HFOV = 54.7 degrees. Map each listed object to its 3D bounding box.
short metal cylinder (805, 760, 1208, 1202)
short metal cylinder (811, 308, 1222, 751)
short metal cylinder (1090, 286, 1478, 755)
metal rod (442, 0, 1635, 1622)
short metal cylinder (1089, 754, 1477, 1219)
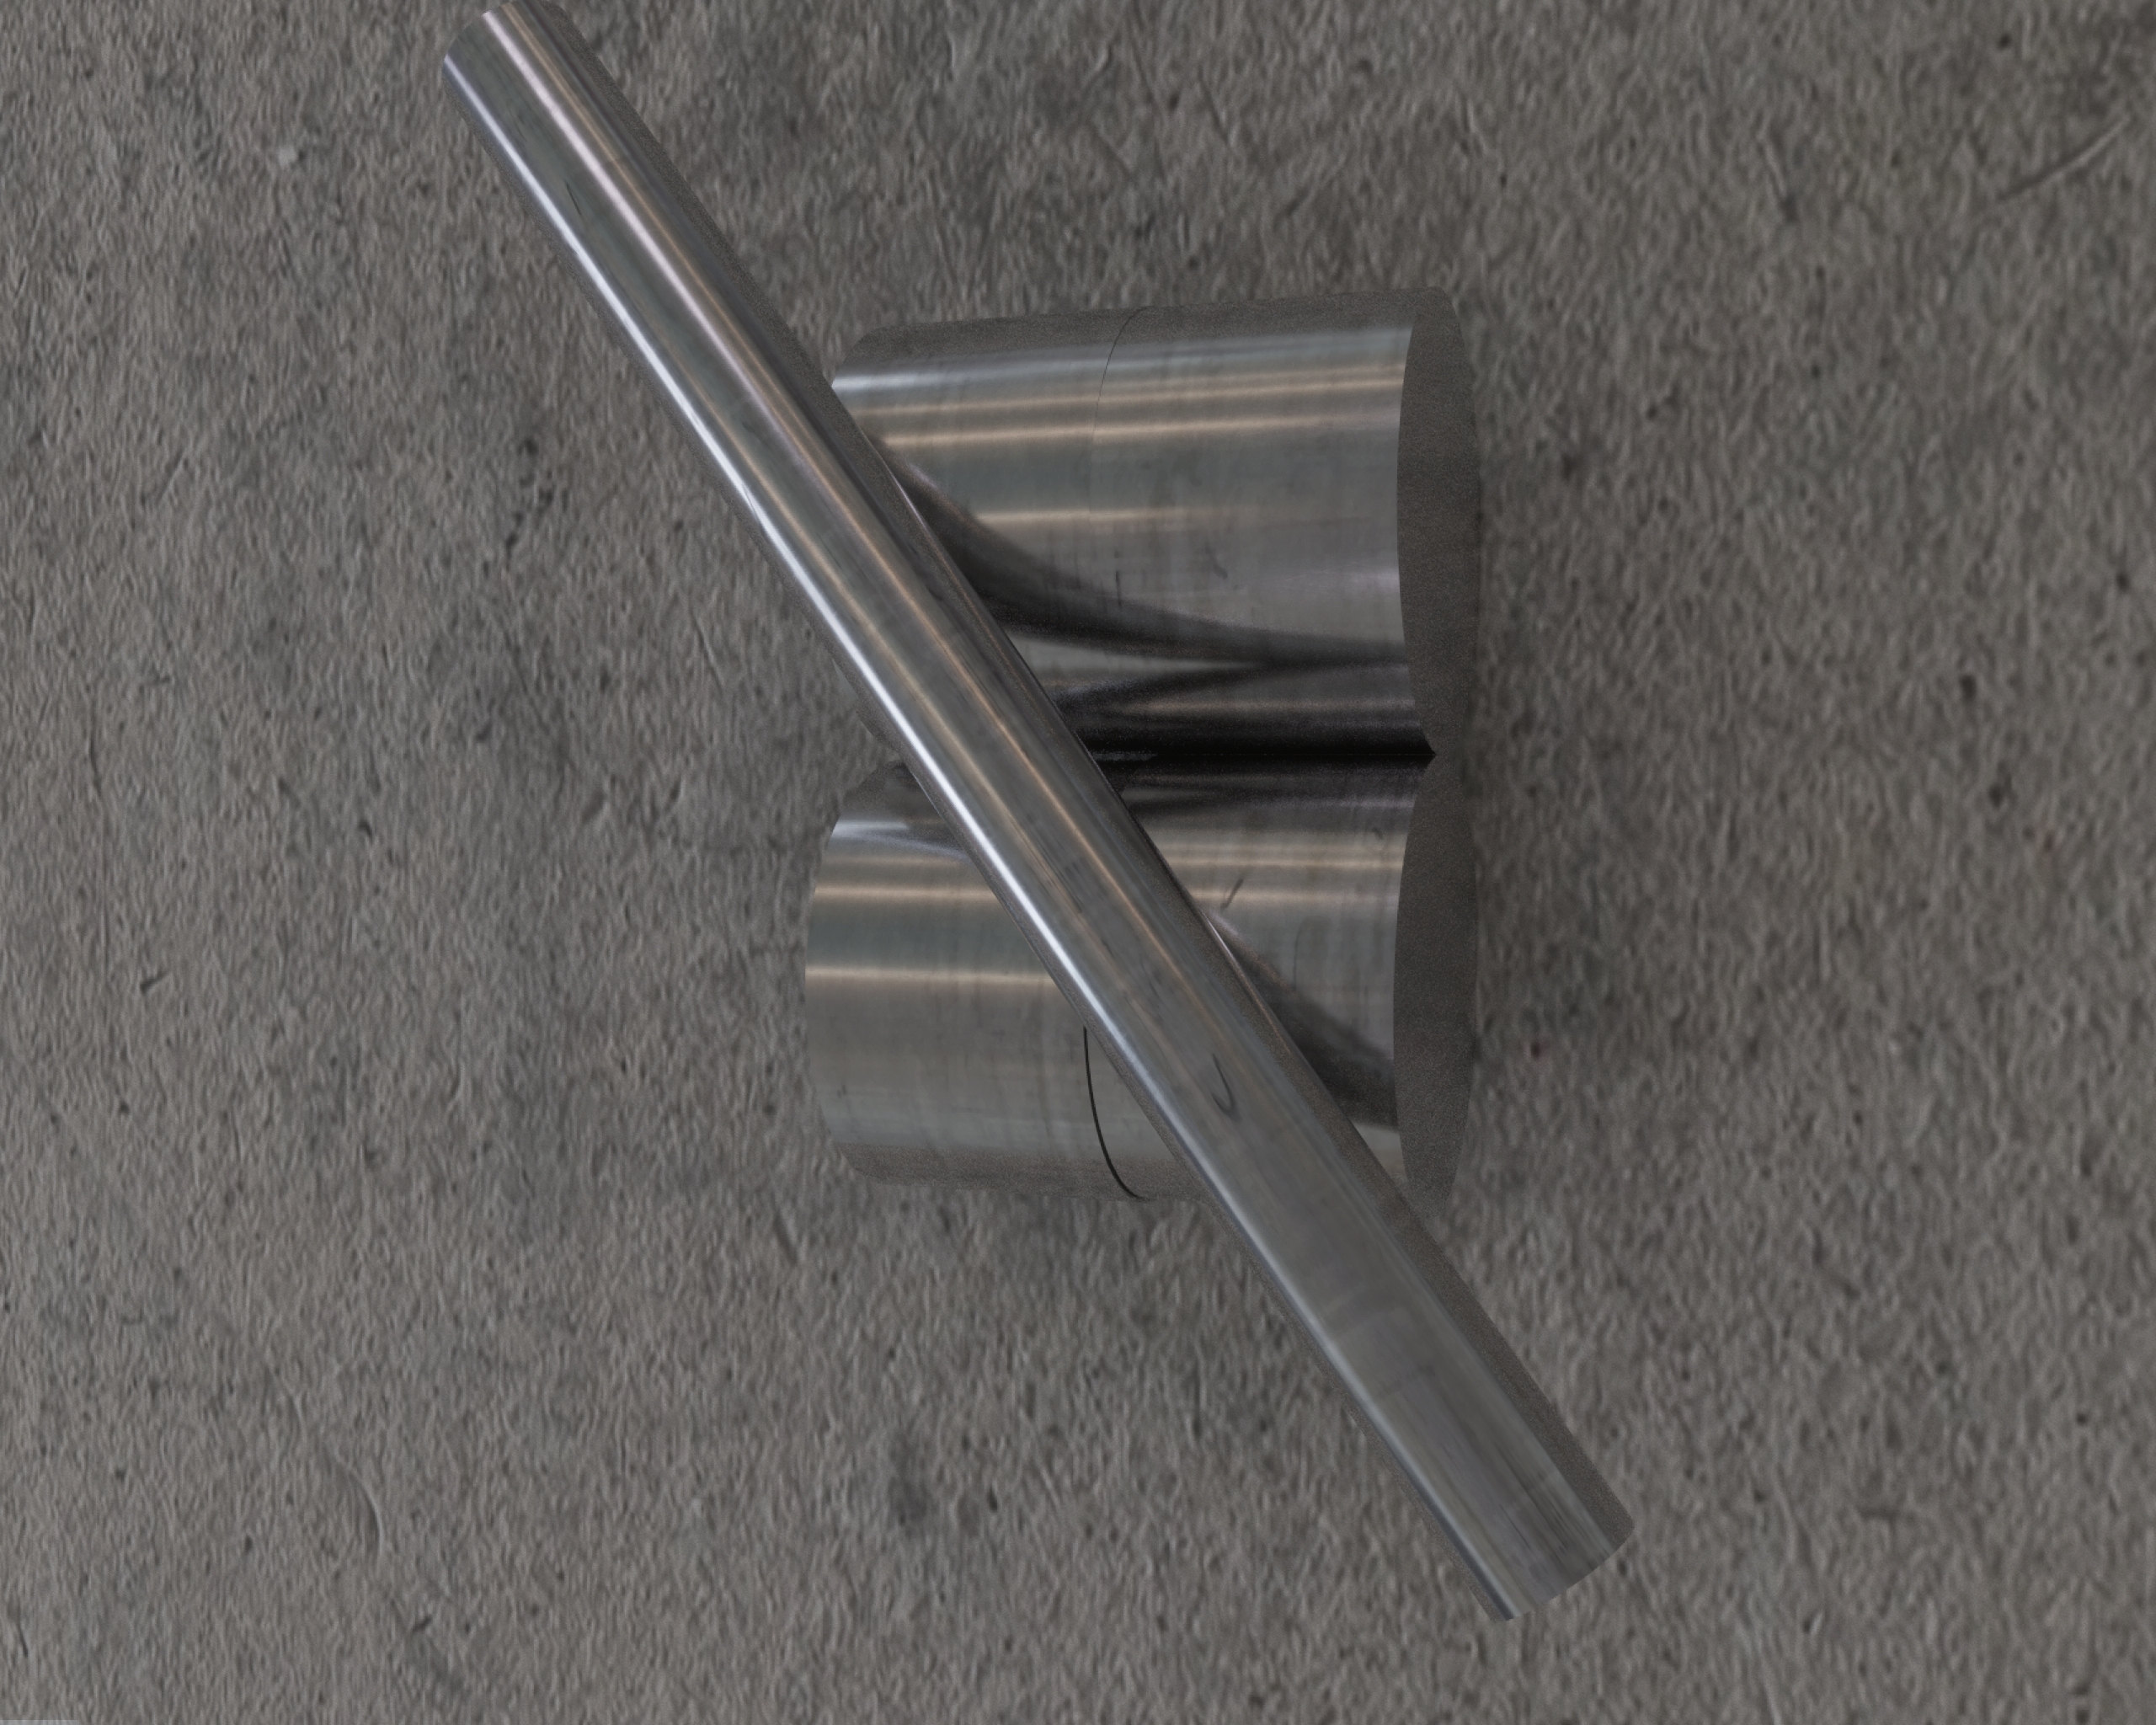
[{"bbox_3d":[-0.009,0.021,0.384,0.050,0.080,0.079,1,90,20],"label":"short metal cylinder"},{"bbox_3d":[-0.008,-0.060,0.384,0.050,0.080,0.079,1,90,20],"label":"short metal cylinder"},{"bbox_3d":[0.039,-0.059,0.367,0.050,0.080,0.079,1,90,20],"label":"short metal cylinder"},{"bbox_3d":[-0.014,-0.018,0.330,0.025,0.025,0.299,-38,78,16],"label":"metal rod"},{"bbox_3d":[0.039,0.021,0.367,0.050,0.080,0.079,1,90,20],"label":"short metal cylinder"}]
